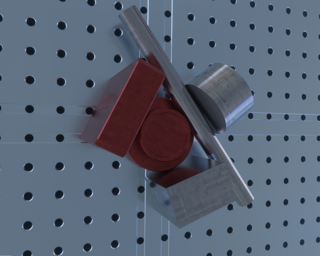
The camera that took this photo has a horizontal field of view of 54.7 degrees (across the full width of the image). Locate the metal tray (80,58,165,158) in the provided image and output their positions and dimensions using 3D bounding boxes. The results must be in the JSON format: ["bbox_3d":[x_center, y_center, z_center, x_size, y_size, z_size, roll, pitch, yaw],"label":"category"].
[{"bbox_3d":[-0.047,-0.020,0.340,0.030,0.130,0.090,29,80,-18],"label":"metal tray"}]

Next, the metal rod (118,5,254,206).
[{"bbox_3d":[0.041,-0.020,0.406,0.025,0.025,0.299,-37,102,-16],"label":"metal rod"}]

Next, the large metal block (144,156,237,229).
[{"bbox_3d":[0.036,0.077,0.398,0.081,0.080,0.050,-20,97,-19],"label":"large metal block"}]

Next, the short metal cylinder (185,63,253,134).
[{"bbox_3d":[0.075,-0.039,0.411,0.050,0.080,0.080,-39,103,-16],"label":"short metal cylinder"}]

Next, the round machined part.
[{"bbox_3d":[0.001,0.009,0.405,0.099,0.042,0.097,0,90,-21],"label":"round machined part"}]
